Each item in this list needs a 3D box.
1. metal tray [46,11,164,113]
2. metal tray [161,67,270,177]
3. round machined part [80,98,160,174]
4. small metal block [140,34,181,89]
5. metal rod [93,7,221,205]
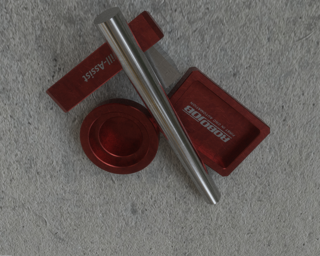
[{"bbox_3d":[-0.057,-0.077,0.346,0.130,0.090,0.030,-35,107,12],"label":"metal tray"},{"bbox_3d":[0.065,-0.006,0.407,0.130,0.030,0.090,36,106,-13],"label":"metal tray"},{"bbox_3d":[-0.049,0.008,0.400,0.099,0.042,0.097,2,113,5],"label":"round machined part"},{"bbox_3d":[-0.005,-0.080,0.363,0.025,0.050,0.050,-40,120,16],"label":"small metal block"},{"bbox_3d":[0.016,0.003,0.355,0.025,0.025,0.299,-25,130,8],"label":"metal rod"}]
